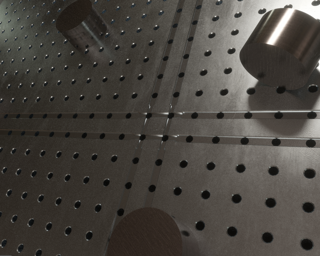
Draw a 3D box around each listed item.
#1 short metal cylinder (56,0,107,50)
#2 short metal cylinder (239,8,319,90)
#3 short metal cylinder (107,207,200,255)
[{"bbox_3d":[-0.148,-0.196,0.588,0.080,0.050,0.080,-13,56,20],"label":"short metal cylinder"},{"bbox_3d":[0.140,-0.088,0.353,0.080,0.080,0.050,24,75,36],"label":"short metal cylinder"},{"bbox_3d":[-0.006,0.127,0.316,0.080,0.050,0.080,-13,56,20],"label":"short metal cylinder"}]
